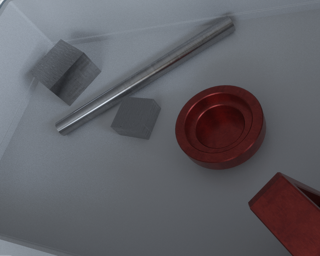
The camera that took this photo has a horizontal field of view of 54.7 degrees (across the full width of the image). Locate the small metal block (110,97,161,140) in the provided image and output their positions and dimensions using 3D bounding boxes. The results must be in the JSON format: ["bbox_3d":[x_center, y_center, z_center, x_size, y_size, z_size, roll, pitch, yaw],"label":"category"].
[{"bbox_3d":[-0.033,-0.015,0.431,0.050,0.025,0.050,8,66,31],"label":"small metal block"}]

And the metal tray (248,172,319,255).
[{"bbox_3d":[0.127,0.082,0.219,0.030,0.131,0.090,-51,50,13],"label":"metal tray"}]

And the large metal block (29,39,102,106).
[{"bbox_3d":[-0.163,-0.096,0.531,0.080,0.050,0.080,34,81,38],"label":"large metal block"}]

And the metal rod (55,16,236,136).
[{"bbox_3d":[-0.027,-0.074,0.463,0.300,0.025,0.025,-31,52,8],"label":"metal rod"}]

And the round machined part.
[{"bbox_3d":[0.071,0.003,0.355,0.098,0.042,0.098,-13,56,20],"label":"round machined part"}]
